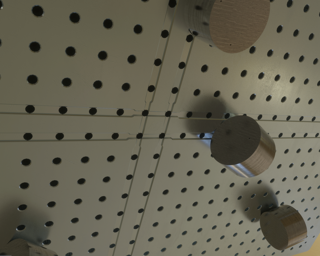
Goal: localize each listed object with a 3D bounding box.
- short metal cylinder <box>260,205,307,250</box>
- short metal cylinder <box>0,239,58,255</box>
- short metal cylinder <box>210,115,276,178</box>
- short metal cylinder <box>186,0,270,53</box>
[{"bbox_3d":[0.257,0.207,0.648,0.050,0.080,0.079,-13,124,-22],"label":"short metal cylinder"},{"bbox_3d":[-0.177,0.190,0.398,0.080,0.080,0.050,-43,130,1],"label":"short metal cylinder"},{"bbox_3d":[0.123,0.028,0.463,0.080,0.080,0.050,-49,129,6],"label":"short metal cylinder"},{"bbox_3d":[0.078,-0.133,0.357,0.081,0.050,0.079,-14,125,-21],"label":"short metal cylinder"}]
